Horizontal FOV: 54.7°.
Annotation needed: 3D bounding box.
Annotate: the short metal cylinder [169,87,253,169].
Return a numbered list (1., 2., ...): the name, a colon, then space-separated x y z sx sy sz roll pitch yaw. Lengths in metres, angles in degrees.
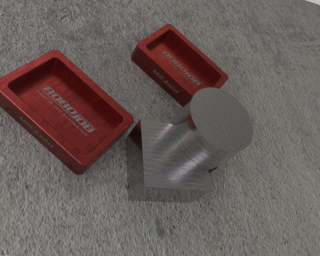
1. short metal cylinder: 0.058 0.001 0.354 0.081 0.050 0.080 14 56 -21

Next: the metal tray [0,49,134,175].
1. metal tray: -0.107 -0.021 0.355 0.130 0.030 0.090 42 51 1

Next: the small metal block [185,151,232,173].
1. small metal block: 0.068 0.040 0.400 0.050 0.050 0.025 -27 77 -37

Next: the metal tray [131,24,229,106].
1. metal tray: 0.032 -0.092 0.473 0.130 0.030 0.090 42 51 1

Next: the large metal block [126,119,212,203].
1. large metal block: 0.007 0.041 0.366 0.081 0.050 0.080 9 58 -24
